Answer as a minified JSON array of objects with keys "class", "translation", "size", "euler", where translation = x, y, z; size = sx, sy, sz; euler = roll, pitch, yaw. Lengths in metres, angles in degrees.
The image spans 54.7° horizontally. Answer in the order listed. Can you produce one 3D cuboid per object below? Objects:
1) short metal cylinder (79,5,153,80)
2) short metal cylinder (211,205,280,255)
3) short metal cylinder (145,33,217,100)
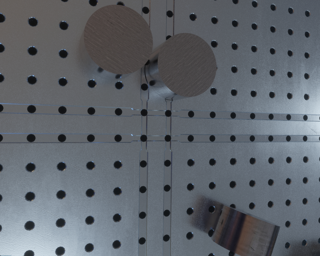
[{"class":"short metal cylinder","translation":[-0.055,-0.102,0.379],"size":[0.081,0.050,0.079],"euler":[0,90,-20]},{"class":"short metal cylinder","translation":[0.117,0.144,0.427],"size":[0.080,0.080,0.050],"euler":[23,82,-19]},{"class":"short metal cylinder","translation":[0.027,-0.079,0.409],"size":[0.081,0.050,0.079],"euler":[0,90,-20]}]
